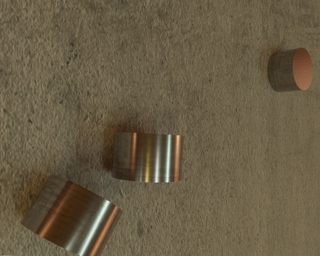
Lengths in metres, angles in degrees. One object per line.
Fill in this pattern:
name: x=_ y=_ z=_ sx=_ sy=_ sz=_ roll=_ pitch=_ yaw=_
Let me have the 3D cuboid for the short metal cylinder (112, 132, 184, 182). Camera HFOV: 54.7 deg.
short metal cylinder: x=-0.014 y=0.032 z=0.357 sx=0.081 sy=0.080 sz=0.050 roll=5 pitch=87 yaw=-40

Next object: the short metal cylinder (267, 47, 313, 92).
short metal cylinder: x=0.252 y=-0.111 z=0.599 sx=0.081 sy=0.050 sz=0.080 roll=0 pitch=90 yaw=-40

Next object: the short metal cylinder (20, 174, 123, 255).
short metal cylinder: x=-0.083 y=0.086 z=0.299 sx=0.080 sy=0.080 sz=0.050 roll=41 pitch=65 yaw=-32
